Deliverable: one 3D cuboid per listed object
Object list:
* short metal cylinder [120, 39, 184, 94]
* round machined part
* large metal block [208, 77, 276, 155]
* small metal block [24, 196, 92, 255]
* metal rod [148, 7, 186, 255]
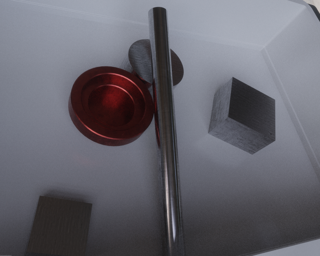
[{"bbox_3d":[-0.015,-0.075,0.429,0.081,0.050,0.080,14,56,-21],"label":"short metal cylinder"},{"bbox_3d":[-0.060,-0.023,0.374,0.099,0.042,0.098,11,60,-20],"label":"round machined part"},{"bbox_3d":[0.126,-0.018,0.471,0.080,0.050,0.080,25,53,-13],"label":"large metal block"},{"bbox_3d":[-0.096,0.096,0.296,0.050,0.025,0.050,15,56,-20],"label":"small metal block"},{"bbox_3d":[0.006,-0.005,0.366,0.025,0.025,0.299,3,75,-27],"label":"metal rod"}]
